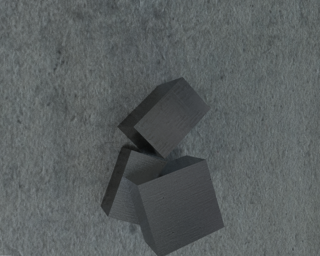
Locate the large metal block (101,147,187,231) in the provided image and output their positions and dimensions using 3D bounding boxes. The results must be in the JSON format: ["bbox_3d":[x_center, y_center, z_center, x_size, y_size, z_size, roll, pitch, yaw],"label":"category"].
[{"bbox_3d":[-0.019,0.076,0.390,0.080,0.050,0.080,21,83,-19],"label":"large metal block"}]

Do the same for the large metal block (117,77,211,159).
[{"bbox_3d":[0.001,-0.012,0.381,0.080,0.080,0.050,-47,105,-14],"label":"large metal block"}]

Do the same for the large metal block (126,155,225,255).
[{"bbox_3d":[0.016,0.084,0.350,0.081,0.050,0.080,-18,96,-20],"label":"large metal block"}]
